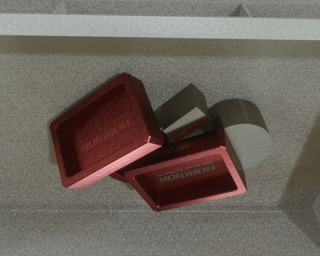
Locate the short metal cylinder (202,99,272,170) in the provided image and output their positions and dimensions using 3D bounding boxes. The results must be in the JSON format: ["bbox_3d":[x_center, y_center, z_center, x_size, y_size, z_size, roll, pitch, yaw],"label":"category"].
[{"bbox_3d":[0.097,0.009,0.399,0.081,0.050,0.079,0,130,0],"label":"short metal cylinder"}]

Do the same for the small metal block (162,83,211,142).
[{"bbox_3d":[0.030,-0.019,0.374,0.050,0.050,0.025,-36,122,24],"label":"small metal block"}]

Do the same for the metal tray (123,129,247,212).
[{"bbox_3d":[0.032,0.058,0.391,0.130,0.030,0.090,-18,128,20],"label":"metal tray"}]

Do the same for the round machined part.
[{"bbox_3d":[-0.033,0.029,0.421,0.099,0.042,0.097,-1,130,0],"label":"round machined part"}]

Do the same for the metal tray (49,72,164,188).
[{"bbox_3d":[-0.068,0.006,0.366,0.130,0.090,0.030,-30,156,22],"label":"metal tray"}]
